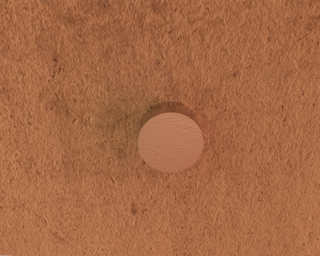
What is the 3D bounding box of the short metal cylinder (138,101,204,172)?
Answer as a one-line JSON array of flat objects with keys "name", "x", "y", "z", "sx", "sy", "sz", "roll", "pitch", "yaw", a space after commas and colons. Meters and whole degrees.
[{"name": "short metal cylinder", "x": 0.013, "y": 0.010, "z": 0.402, "sx": 0.081, "sy": 0.050, "sz": 0.079, "roll": 0, "pitch": 110, "yaw": -1}]
